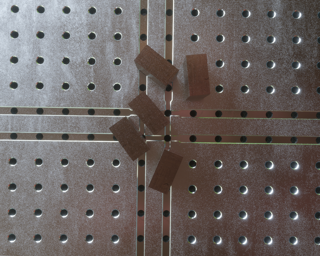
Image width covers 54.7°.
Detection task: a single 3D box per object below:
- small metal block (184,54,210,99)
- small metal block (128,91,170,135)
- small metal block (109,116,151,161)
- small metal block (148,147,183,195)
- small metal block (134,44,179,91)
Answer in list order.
[{"bbox_3d":[0.046,-0.065,0.402,0.025,0.050,0.050,-5,90,0],"label":"small metal block"},{"bbox_3d":[-0.013,-0.018,0.401,0.025,0.050,0.050,-40,91,0],"label":"small metal block"},{"bbox_3d":[-0.037,0.013,0.400,0.025,0.050,0.050,-36,90,0],"label":"small metal block"},{"bbox_3d":[0.007,0.053,0.401,0.025,0.050,0.050,23,90,0],"label":"small metal block"},{"bbox_3d":[-0.004,-0.076,0.401,0.050,0.050,0.025,39,90,-1],"label":"small metal block"}]
